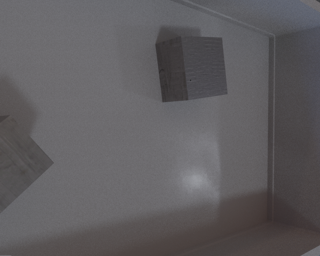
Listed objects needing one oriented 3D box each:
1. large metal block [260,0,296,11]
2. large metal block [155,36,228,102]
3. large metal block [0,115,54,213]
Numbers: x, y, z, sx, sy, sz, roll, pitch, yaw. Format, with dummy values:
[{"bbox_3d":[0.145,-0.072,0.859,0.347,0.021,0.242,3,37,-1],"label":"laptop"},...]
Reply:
[{"bbox_3d":[0.213,-0.280,0.575,0.080,0.050,0.080,20,77,-39],"label":"large metal block"},{"bbox_3d":[0.045,-0.081,0.430,0.081,0.050,0.079,-12,98,-40],"label":"large metal block"},{"bbox_3d":[-0.147,0.035,0.249,0.080,0.080,0.050,-48,119,-29],"label":"large metal block"}]
